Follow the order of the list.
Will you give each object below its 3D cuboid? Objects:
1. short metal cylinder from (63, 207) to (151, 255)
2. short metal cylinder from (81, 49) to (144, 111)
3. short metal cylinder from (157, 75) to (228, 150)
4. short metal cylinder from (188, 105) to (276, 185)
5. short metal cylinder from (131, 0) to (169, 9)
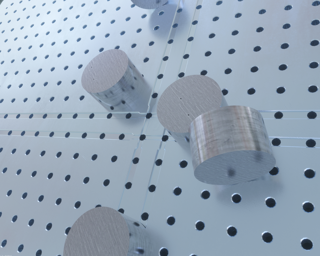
[{"bbox_3d":[-0.057,0.132,0.339,0.080,0.050,0.080,-13,56,20],"label":"short metal cylinder"},{"bbox_3d":[-0.071,-0.073,0.473,0.080,0.050,0.080,-13,56,20],"label":"short metal cylinder"},{"bbox_3d":[0.043,-0.018,0.380,0.080,0.050,0.080,-13,56,21],"label":"short metal cylinder"},{"bbox_3d":[0.072,0.020,0.322,0.080,0.080,0.050,-17,55,18],"label":"short metal cylinder"},{"bbox_3d":[-0.020,-0.257,0.539,0.080,0.080,0.050,-22,54,15],"label":"short metal cylinder"}]
